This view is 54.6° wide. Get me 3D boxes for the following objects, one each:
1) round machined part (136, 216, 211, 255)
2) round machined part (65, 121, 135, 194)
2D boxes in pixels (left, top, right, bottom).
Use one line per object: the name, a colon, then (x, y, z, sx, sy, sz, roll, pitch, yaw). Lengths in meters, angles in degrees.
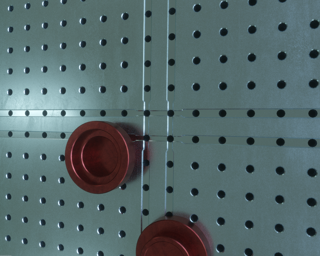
round machined part: (0.013, 0.167, 0.399, 0.098, 0.042, 0.097, 0, 90, 20)
round machined part: (-0.079, 0.039, 0.432, 0.098, 0.042, 0.097, 0, 90, 20)
